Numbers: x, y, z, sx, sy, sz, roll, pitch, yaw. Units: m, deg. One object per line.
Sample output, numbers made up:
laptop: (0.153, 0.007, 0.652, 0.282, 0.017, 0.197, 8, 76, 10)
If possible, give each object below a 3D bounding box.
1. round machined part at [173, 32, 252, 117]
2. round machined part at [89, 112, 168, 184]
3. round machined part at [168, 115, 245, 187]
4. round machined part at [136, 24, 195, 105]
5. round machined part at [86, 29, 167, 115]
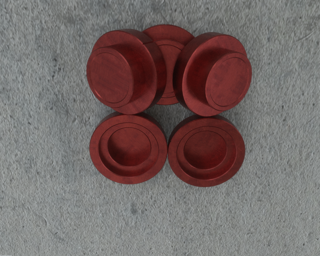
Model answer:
round machined part: (0.067, -0.058, 0.358, 0.099, 0.042, 0.097, -15, 120, -28)
round machined part: (-0.040, 0.022, 0.409, 0.099, 0.042, 0.097, 0, 110, -1)
round machined part: (0.059, 0.026, 0.412, 0.099, 0.042, 0.097, 0, 110, -1)
round machined part: (0.006, -0.074, 0.374, 0.099, 0.042, 0.097, 0, 110, -1)
round machined part: (-0.045, -0.061, 0.353, 0.098, 0.042, 0.097, 14, 118, 30)
